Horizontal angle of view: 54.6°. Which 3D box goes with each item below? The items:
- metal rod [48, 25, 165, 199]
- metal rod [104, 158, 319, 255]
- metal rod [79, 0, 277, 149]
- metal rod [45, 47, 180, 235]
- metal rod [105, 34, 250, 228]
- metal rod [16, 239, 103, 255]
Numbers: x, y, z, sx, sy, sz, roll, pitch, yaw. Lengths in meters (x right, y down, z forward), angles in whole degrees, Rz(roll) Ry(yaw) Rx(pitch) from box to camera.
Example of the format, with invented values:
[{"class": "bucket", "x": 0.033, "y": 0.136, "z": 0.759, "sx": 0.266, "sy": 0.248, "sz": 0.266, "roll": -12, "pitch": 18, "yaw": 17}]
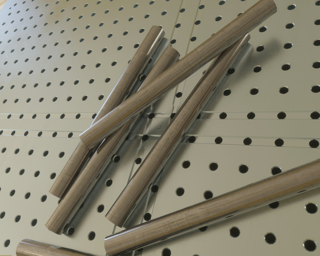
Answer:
[{"class": "metal rod", "x": -0.072, "y": -0.033, "z": 0.467, "sx": 0.025, "sy": 0.025, "sz": 0.300, "roll": 18, "pitch": 71, "yaw": 35}, {"class": "metal rod", "x": 0.077, "y": 0.077, "z": 0.320, "sx": 0.300, "sy": 0.025, "sz": 0.025, "roll": -24, "pitch": 53, "yaw": 13}, {"class": "metal rod", "x": 0.021, "y": -0.070, "z": 0.407, "sx": 0.300, "sy": 0.025, "sz": 0.025, "roll": -36, "pitch": 51, "yaw": 4}, {"class": "metal rod", "x": -0.059, "y": 0.009, "z": 0.435, "sx": 0.025, "sy": 0.025, "sz": 0.300, "roll": 23, "pitch": 74, "yaw": 36}, {"class": "metal rod", "x": 0.029, "y": -0.009, "z": 0.398, "sx": 0.025, "sy": 0.025, "sz": 0.300, "roll": 26, "pitch": 76, "yaw": 37}, {"class": "metal rod", "x": -0.045, "y": 0.157, "z": 0.336, "sx": 0.300, "sy": 0.025, "sz": 0.025, "roll": 0, "pitch": 62, "yaw": 28}]
